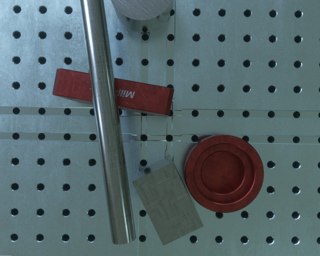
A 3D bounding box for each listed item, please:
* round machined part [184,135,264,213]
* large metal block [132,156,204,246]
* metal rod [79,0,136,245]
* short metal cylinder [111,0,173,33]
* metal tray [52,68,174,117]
[{"bbox_3d":[0.080,0.057,0.405,0.099,0.042,0.097,0,90,0],"label":"round machined part"},{"bbox_3d":[0.009,0.085,0.386,0.050,0.080,0.080,-26,90,0],"label":"large metal block"},{"bbox_3d":[-0.057,-0.032,0.321,0.025,0.025,0.298,-8,90,0],"label":"metal rod"},{"bbox_3d":[-0.022,-0.171,0.400,0.081,0.050,0.079,0,90,0],"label":"short metal cylinder"},{"bbox_3d":[-0.051,-0.040,0.380,0.131,0.090,0.030,10,90,0],"label":"metal tray"}]
